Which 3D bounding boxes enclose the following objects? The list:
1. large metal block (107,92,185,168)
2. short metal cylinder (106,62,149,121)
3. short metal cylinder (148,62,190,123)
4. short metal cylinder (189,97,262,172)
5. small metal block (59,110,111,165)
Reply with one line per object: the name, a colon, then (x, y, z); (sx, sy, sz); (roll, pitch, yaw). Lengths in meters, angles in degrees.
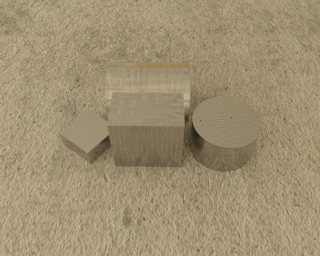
large metal block: (-0.014, 0.004, 0.366); (0.081, 0.080, 0.050); (1, 50, 0)
short metal cylinder: (-0.039, -0.046, 0.408); (0.050, 0.080, 0.080); (1, 50, 0)
short metal cylinder: (0.011, -0.046, 0.408); (0.050, 0.080, 0.080); (1, 50, 0)
short metal cylinder: (0.078, 0.007, 0.383); (0.081, 0.050, 0.080); (0, 50, 0)
small metal block: (-0.089, 0.011, 0.396); (0.050, 0.025, 0.050); (31, 56, 23)
